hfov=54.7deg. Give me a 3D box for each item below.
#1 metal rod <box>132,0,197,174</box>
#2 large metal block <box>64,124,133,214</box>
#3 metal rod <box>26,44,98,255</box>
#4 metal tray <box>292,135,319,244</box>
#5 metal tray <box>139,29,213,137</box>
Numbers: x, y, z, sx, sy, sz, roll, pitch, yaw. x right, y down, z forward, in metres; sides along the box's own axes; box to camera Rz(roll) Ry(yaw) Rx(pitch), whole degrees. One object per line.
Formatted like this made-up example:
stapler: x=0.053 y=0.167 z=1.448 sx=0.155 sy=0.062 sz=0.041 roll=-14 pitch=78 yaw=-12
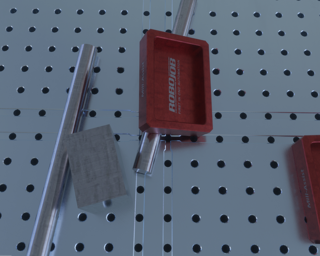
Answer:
metal rod: x=0.014 y=-0.081 z=0.441 sx=0.025 sy=0.025 sz=0.299 roll=13 pitch=70 yaw=4
large metal block: x=-0.069 y=0.051 z=0.363 sx=0.050 sy=0.080 sz=0.080 roll=-15 pitch=71 yaw=-6
metal rod: x=-0.123 y=0.024 z=0.401 sx=0.025 sy=0.025 sz=0.299 roll=7 pitch=70 yaw=2
metal tray: x=0.226 y=0.074 z=0.384 sx=0.091 sy=0.030 sz=0.130 roll=-2 pitch=70 yaw=-1
metal tray: x=0.020 y=-0.057 z=0.406 sx=0.091 sy=0.030 sz=0.129 roll=5 pitch=75 yaw=-22
